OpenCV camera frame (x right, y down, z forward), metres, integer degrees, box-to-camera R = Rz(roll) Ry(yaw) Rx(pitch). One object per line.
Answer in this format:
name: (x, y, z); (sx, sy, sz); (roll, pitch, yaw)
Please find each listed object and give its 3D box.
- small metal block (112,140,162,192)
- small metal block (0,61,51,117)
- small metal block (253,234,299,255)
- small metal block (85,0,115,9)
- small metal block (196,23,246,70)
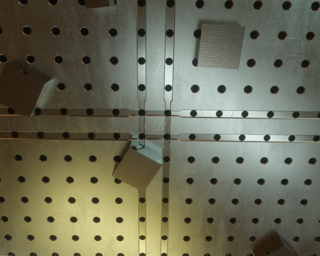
small metal block: (-0.031, 0.053, 0.433); (0.050, 0.025, 0.050); (30, 107, -11)
small metal block: (-0.175, -0.049, 0.393); (0.050, 0.025, 0.050); (27, 108, -10)
small metal block: (0.187, 0.206, 0.492); (0.050, 0.025, 0.050); (-43, 105, 14)
small metal block: (-0.068, -0.159, 0.341); (0.025, 0.050, 0.050); (-6, 110, 2)
small metal block: (0.072, -0.100, 0.378); (0.050, 0.025, 0.050); (4, 110, -2)
